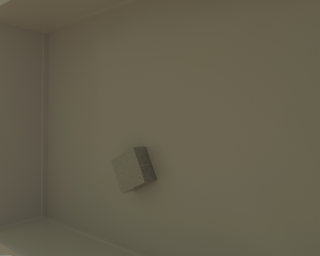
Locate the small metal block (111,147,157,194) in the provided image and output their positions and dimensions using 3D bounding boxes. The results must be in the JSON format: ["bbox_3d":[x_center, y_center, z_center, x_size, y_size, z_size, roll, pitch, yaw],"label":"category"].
[{"bbox_3d":[-0.037,0.060,0.439,0.050,0.025,0.050,-32,70,35],"label":"small metal block"}]
